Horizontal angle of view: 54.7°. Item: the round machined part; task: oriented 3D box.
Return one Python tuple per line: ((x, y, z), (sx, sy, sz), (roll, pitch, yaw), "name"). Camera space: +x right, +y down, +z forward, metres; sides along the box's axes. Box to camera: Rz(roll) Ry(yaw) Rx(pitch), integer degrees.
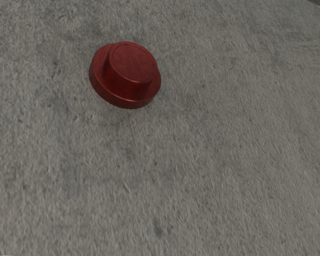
((-0.042, -0.078, 0.419), (0.099, 0.042, 0.098), (14, 56, -21), "round machined part")
